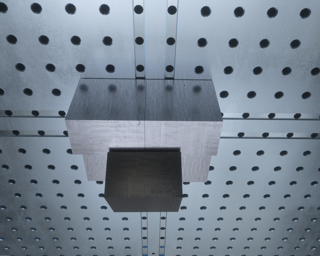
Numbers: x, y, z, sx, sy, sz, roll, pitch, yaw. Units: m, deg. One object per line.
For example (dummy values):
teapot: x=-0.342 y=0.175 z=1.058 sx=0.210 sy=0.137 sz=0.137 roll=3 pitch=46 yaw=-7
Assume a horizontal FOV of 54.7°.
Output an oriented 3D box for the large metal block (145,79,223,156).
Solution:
large metal block: x=0.024 y=-0.014 z=0.363 sx=0.081 sy=0.080 sz=0.050 roll=1 pitch=130 yaw=-1

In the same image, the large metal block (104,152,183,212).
large metal block: x=-0.017 y=0.066 z=0.363 sx=0.081 sy=0.050 sz=0.080 roll=0 pitch=154 yaw=-1

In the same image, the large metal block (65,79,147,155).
large metal block: x=-0.057 y=-0.015 z=0.361 sx=0.081 sy=0.080 sz=0.050 roll=1 pitch=130 yaw=-1

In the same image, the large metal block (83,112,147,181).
large metal block: x=-0.057 y=0.026 z=0.414 sx=0.081 sy=0.050 sz=0.079 roll=1 pitch=130 yaw=-1

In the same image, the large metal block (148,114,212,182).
large metal block: x=0.024 y=0.027 z=0.416 sx=0.081 sy=0.050 sz=0.079 roll=1 pitch=130 yaw=-1
